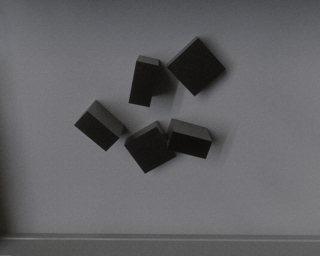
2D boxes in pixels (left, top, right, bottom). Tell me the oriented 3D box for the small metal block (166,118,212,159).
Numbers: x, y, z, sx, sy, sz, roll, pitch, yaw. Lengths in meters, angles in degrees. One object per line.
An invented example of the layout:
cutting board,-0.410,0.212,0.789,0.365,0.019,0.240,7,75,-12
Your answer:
small metal block,0.036,0.013,0.403,0.050,0.050,0.025,15,109,-6

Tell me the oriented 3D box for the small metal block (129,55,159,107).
small metal block,-0.019,-0.058,0.376,0.025,0.050,0.050,11,110,-4

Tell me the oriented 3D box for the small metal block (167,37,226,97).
small metal block,0.044,-0.076,0.383,0.050,0.025,0.050,-42,105,14

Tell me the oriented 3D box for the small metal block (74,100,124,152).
small metal block,-0.076,-0.004,0.396,0.050,0.050,0.025,42,105,-14

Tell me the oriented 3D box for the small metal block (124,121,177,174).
small metal block,-0.012,0.026,0.421,0.050,0.025,0.050,-30,107,11
